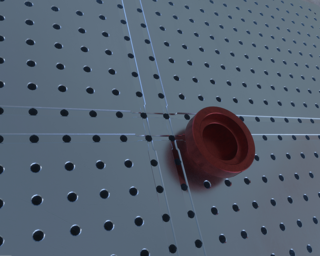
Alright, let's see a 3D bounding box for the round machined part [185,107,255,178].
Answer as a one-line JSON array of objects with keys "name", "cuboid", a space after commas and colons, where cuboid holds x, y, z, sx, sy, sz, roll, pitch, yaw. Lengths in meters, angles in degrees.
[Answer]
[{"name": "round machined part", "cuboid": [0.077, 0.023, 0.424, 0.099, 0.042, 0.098, 13, 56, -21]}]
